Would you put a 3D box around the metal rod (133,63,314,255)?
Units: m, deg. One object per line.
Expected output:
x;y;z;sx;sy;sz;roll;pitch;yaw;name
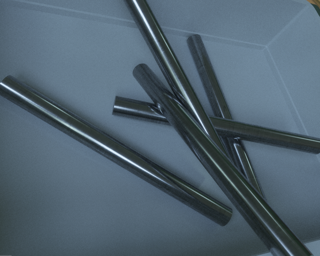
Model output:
0.041;0.013;0.335;0.025;0.025;0.300;-6;41;-31;metal rod

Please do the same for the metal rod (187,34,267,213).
0.096;-0.019;0.468;0.025;0.025;0.299;-2;63;-29;metal rod

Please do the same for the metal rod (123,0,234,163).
0.011;-0.079;0.383;0.025;0.025;0.299;-33;96;-38;metal rod

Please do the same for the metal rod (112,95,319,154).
0.087;-0.001;0.424;0.302;0.025;0.025;11;57;-12;metal rod

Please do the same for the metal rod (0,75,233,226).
-0.045;0.031;0.362;0.301;0.025;0.025;32;52;-8;metal rod
